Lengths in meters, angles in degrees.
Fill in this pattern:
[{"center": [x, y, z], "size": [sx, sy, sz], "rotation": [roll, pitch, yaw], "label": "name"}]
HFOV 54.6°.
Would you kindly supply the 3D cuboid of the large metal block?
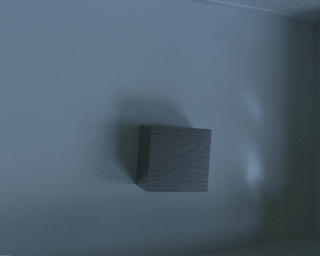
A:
[{"center": [0.017, 0.038, 0.403], "size": [0.081, 0.050, 0.080], "rotation": [5, 89, -20], "label": "large metal block"}]
